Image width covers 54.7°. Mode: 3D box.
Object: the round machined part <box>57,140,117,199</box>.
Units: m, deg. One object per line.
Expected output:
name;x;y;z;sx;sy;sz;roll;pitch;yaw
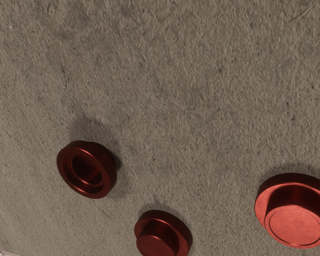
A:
round machined part;-0.110;0.061;0.489;0.098;0.042;0.097;13;124;20

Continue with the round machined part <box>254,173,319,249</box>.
round machined part;0.165;0.106;0.374;0.098;0.042;0.097;13;124;20

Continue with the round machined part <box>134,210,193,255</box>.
round machined part;0.000;0.186;0.509;0.098;0.042;0.097;13;124;20
